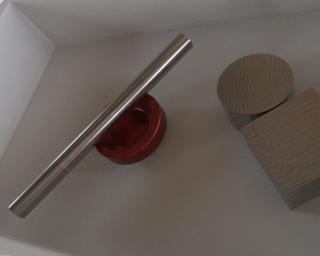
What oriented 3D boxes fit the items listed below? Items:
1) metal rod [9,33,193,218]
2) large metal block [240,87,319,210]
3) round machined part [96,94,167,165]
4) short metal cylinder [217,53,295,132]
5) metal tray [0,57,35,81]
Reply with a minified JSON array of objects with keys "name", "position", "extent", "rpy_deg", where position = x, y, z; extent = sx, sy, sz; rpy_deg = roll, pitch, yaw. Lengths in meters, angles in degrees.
[{"name":"metal rod","position":[-0.070,-0.006,0.390],"extent":[0.300,0.025,0.025],"rpy_deg":[-46,51,-4]},{"name":"large metal block","position":[0.139,0.020,0.304],"extent":[0.080,0.050,0.080],"rpy_deg":[-31,52,8]},{"name":"round machined part","position":[-0.036,0.004,0.410],"extent":[0.098,0.042,0.098],"rpy_deg":[-13,56,20]},{"name":"short metal cylinder","position":[0.111,-0.038,0.354],"extent":[0.080,0.050,0.080],"rpy_deg":[-13,56,20]},{"name":"metal tray","position":[-0.324,-0.110,0.603],"extent":[0.130,0.030,0.090],"rpy_deg":[-1,20,29]}]
